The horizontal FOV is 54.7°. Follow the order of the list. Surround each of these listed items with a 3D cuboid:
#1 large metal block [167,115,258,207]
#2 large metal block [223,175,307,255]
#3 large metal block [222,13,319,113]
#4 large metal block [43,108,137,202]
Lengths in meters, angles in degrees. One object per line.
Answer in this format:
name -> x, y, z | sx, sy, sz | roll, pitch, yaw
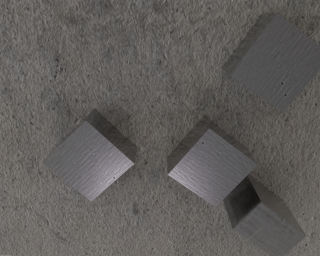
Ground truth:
large metal block -> 0.066, 0.044, 0.413 | 0.080, 0.050, 0.080 | 36, 106, -13
large metal block -> 0.138, 0.117, 0.425 | 0.080, 0.080, 0.050 | 37, 106, -13
large metal block -> 0.134, -0.078, 0.369 | 0.080, 0.050, 0.080 | 32, 107, -11
large metal block -> -0.089, 0.035, 0.408 | 0.080, 0.050, 0.080 | -42, 105, 14
